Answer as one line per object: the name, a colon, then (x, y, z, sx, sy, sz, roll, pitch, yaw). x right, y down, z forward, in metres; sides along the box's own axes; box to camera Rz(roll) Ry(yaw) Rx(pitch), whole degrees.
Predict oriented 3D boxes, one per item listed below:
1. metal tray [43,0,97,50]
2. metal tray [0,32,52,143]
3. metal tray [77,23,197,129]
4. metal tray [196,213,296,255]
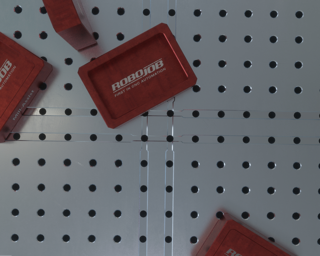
metal tray: (-0.124, -0.170, 0.380, 0.030, 0.090, 0.129, -22, 90, 0)
metal tray: (-0.218, -0.055, 0.409, 0.090, 0.030, 0.130, 34, 90, 0)
metal tray: (-0.029, -0.067, 0.410, 0.130, 0.030, 0.090, -29, 90, 0)
metal tray: (0.120, 0.187, 0.411, 0.130, 0.030, 0.090, 32, 90, 0)
